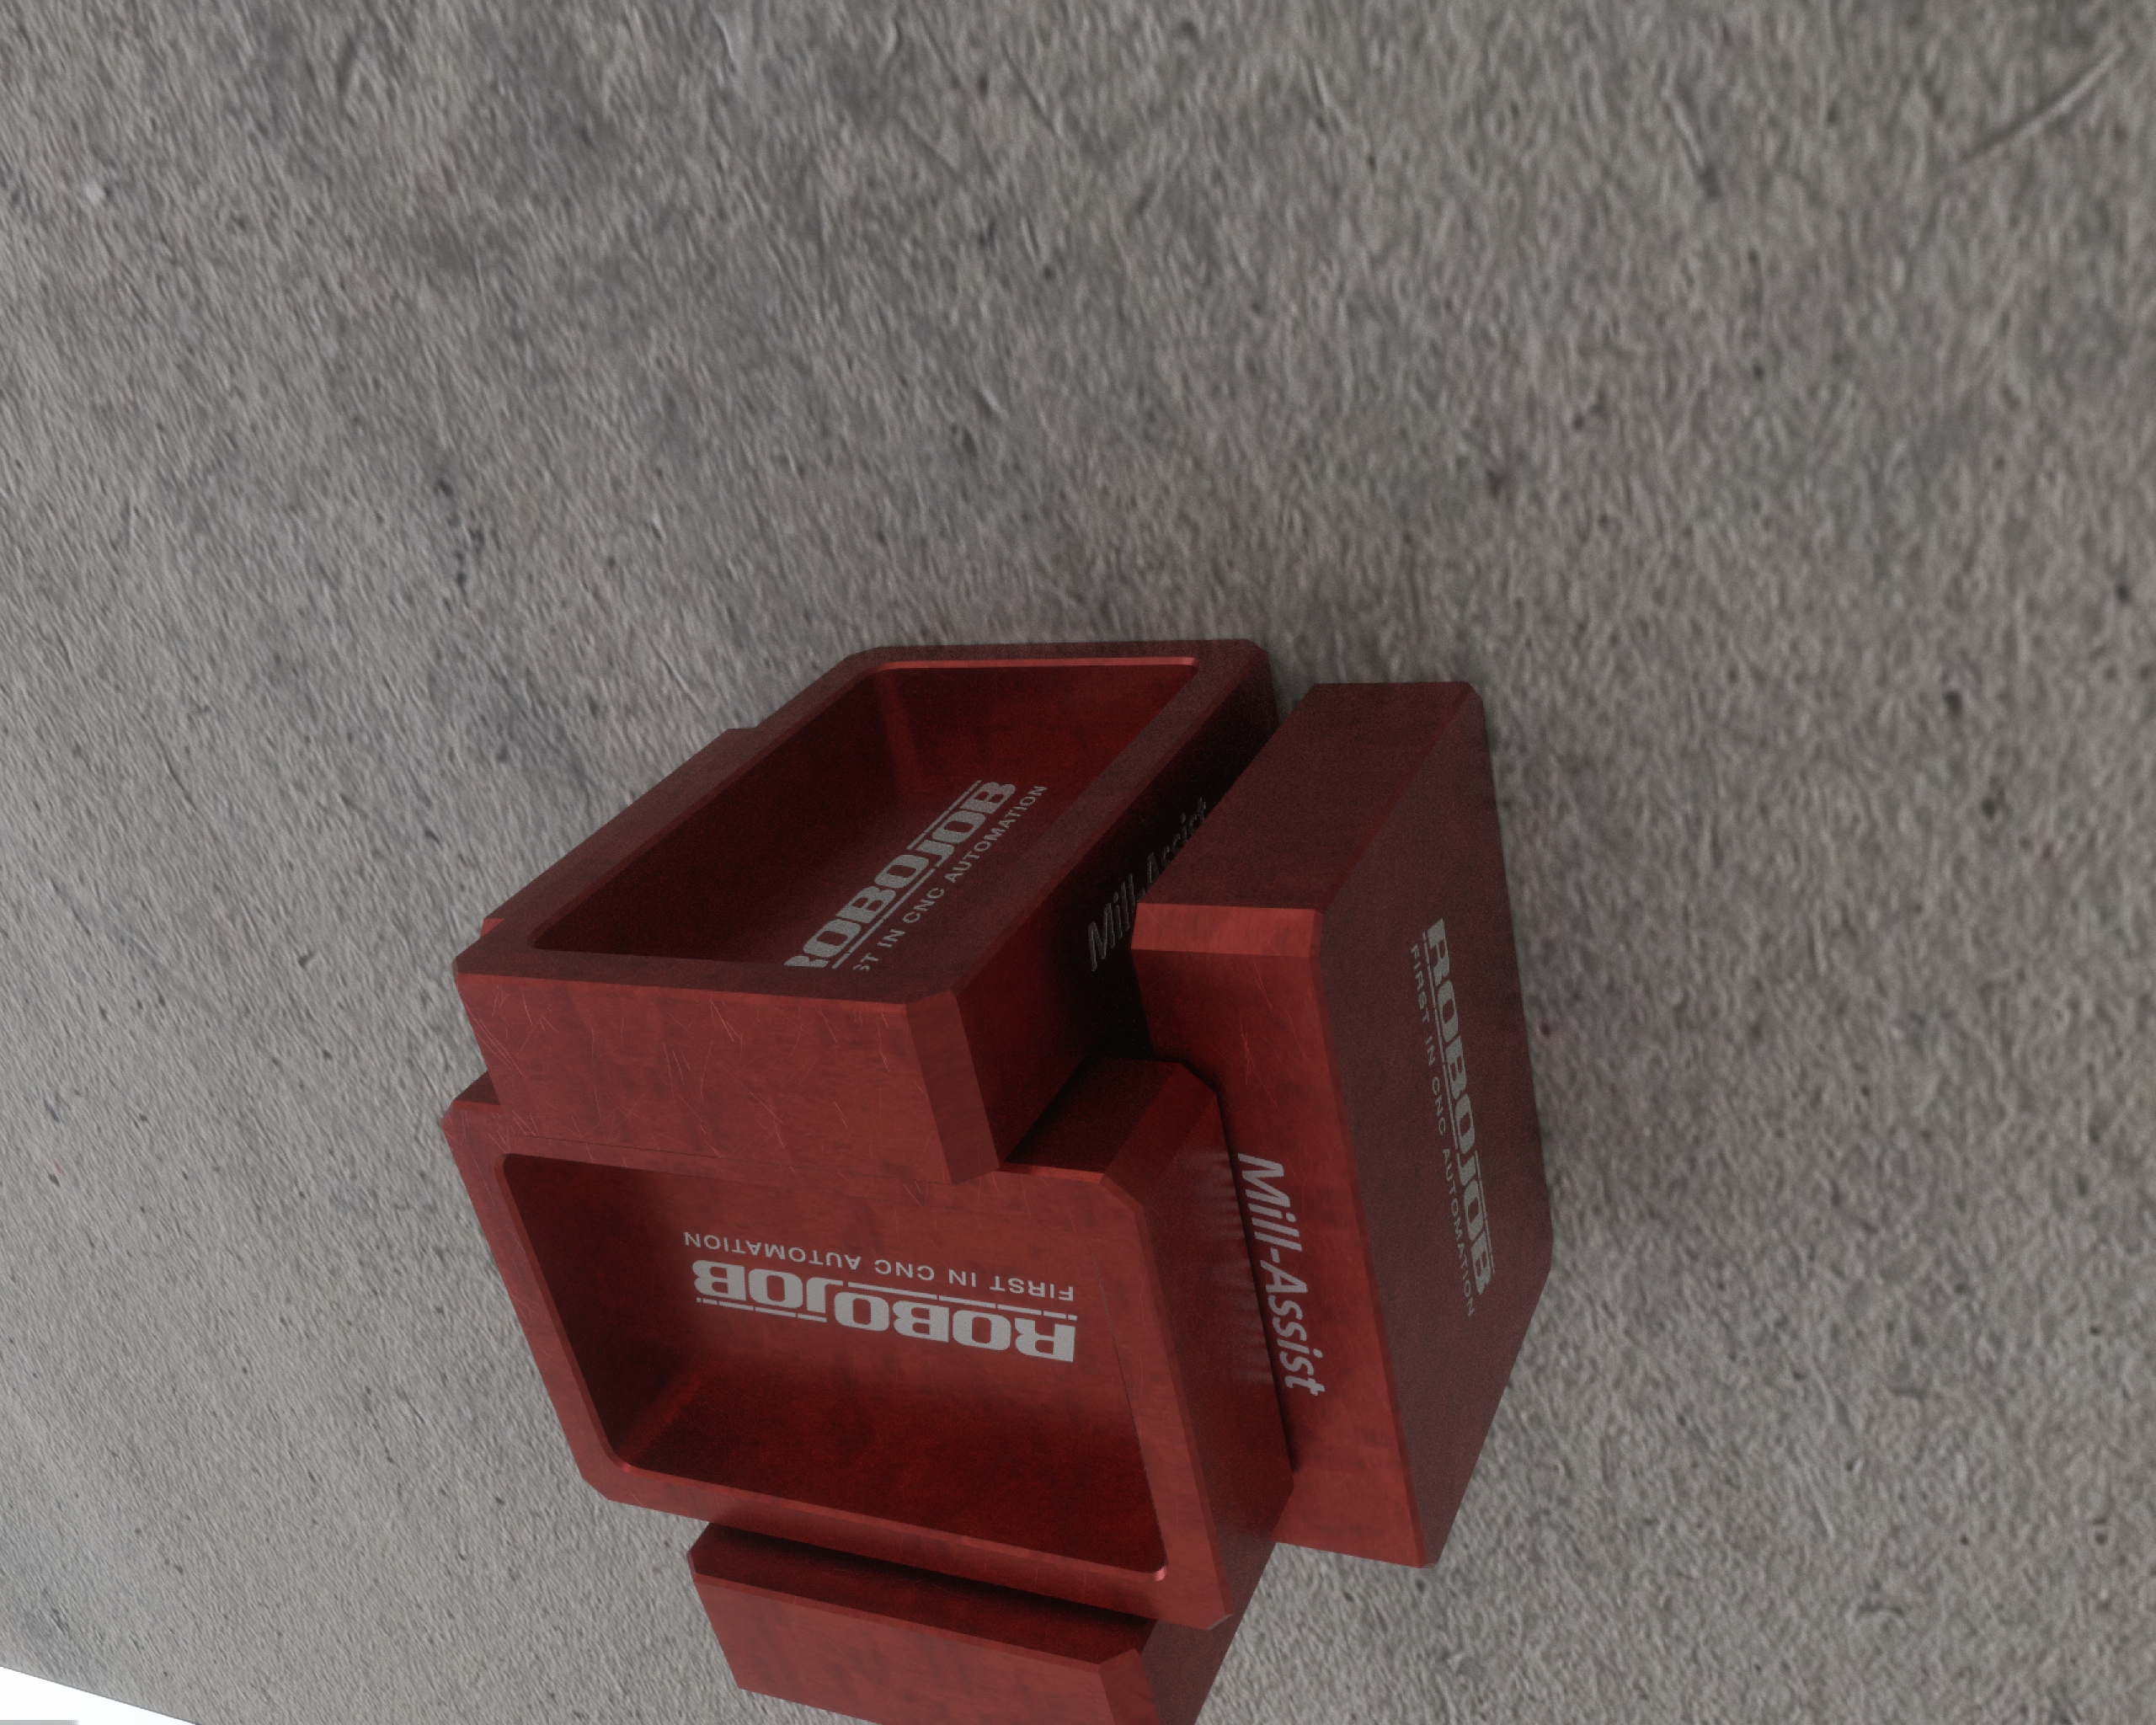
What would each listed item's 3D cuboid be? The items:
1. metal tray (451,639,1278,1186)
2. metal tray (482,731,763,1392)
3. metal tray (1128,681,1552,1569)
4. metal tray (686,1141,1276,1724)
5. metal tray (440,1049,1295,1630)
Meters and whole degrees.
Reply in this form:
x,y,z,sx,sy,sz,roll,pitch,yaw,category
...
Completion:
x,y,z,sx,sy,sz,roll,pitch,yaw,category
-0.029,0.001,0.355,0.090,0.131,0.030,2,119,27,metal tray
-0.062,0.048,0.427,0.030,0.090,0.129,-1,118,29,metal tray
0.051,0.044,0.364,0.030,0.090,0.129,1,119,27,metal tray
-0.002,0.107,0.406,0.090,0.131,0.030,2,121,27,metal tray
-0.035,0.074,0.350,0.130,0.030,0.089,2,120,27,metal tray
